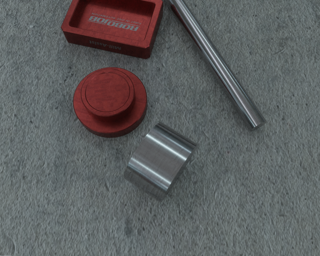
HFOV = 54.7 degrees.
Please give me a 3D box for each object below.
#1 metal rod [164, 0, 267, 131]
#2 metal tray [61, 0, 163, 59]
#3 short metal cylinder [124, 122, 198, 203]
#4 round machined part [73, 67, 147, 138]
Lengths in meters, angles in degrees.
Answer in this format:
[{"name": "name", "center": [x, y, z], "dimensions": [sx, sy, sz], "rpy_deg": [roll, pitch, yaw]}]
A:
[{"name": "metal rod", "center": [0.061, -0.127, 0.455], "dimensions": [0.025, 0.025, 0.299], "rpy_deg": [-26, 72, -9]}, {"name": "metal tray", "center": [-0.068, -0.160, 0.463], "dimensions": [0.131, 0.030, 0.090], "rpy_deg": [13, 70, 4]}, {"name": "short metal cylinder", "center": [0.002, 0.040, 0.364], "dimensions": [0.050, 0.080, 0.080], "rpy_deg": [32, 73, 11]}, {"name": "round machined part", "center": [-0.067, -0.040, 0.413], "dimensions": [0.099, 0.042, 0.098], "rpy_deg": [0, 70, -1]}]
